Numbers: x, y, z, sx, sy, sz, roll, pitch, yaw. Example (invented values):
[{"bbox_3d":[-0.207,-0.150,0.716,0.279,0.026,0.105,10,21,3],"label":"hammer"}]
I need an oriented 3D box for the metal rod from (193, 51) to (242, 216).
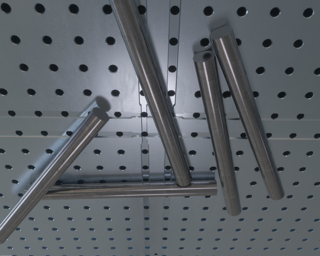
[{"bbox_3d":[0.088,0.030,0.437,0.025,0.025,0.299,-12,129,10],"label":"metal rod"}]

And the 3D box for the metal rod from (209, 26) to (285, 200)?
[{"bbox_3d":[0.126,0.003,0.414,0.025,0.025,0.299,-19,128,16],"label":"metal rod"}]

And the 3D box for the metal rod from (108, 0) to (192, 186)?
[{"bbox_3d":[-0.002,-0.030,0.385,0.025,0.025,0.299,-12,129,10],"label":"metal rod"}]

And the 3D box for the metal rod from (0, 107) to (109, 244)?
[{"bbox_3d":[-0.171,0.081,0.454,0.025,0.025,0.299,33,115,-25],"label":"metal rod"}]

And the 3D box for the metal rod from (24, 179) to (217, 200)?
[{"bbox_3d":[-0.062,0.099,0.494,0.302,0.025,0.025,-2,130,1],"label":"metal rod"}]
